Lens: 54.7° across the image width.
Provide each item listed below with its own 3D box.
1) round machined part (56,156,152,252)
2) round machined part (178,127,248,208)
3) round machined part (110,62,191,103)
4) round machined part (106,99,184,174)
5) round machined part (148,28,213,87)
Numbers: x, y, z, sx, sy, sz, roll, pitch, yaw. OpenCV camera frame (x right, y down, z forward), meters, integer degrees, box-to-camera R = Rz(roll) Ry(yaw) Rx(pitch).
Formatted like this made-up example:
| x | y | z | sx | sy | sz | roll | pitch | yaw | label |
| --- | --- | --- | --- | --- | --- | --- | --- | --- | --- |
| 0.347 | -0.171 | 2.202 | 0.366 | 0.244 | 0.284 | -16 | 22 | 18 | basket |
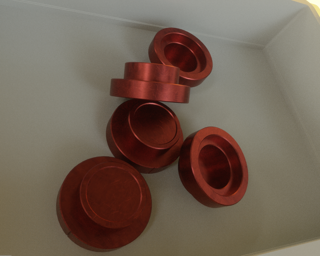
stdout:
| x | y | z | sx | sy | sz | roll | pitch | yaw | label |
| --- | --- | --- | --- | --- | --- | --- | --- | --- | --- |
| -0.053 | 0.074 | 0.321 | 0.099 | 0.042 | 0.098 | 14 | 56 | -21 | round machined part |
| 0.062 | 0.051 | 0.388 | 0.099 | 0.042 | 0.098 | 16 | 61 | -33 | round machined part |
| -0.011 | -0.056 | 0.384 | 0.099 | 0.098 | 0.042 | 3 | 97 | -27 | round machined part |
| -0.013 | 0.004 | 0.385 | 0.099 | 0.042 | 0.098 | 13 | 56 | -21 | round machined part |
| 0.027 | -0.101 | 0.471 | 0.099 | 0.042 | 0.098 | 14 | 56 | -21 | round machined part |
